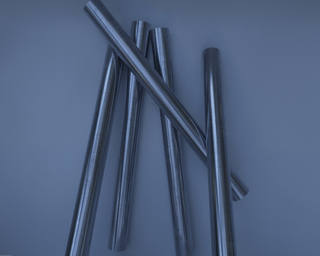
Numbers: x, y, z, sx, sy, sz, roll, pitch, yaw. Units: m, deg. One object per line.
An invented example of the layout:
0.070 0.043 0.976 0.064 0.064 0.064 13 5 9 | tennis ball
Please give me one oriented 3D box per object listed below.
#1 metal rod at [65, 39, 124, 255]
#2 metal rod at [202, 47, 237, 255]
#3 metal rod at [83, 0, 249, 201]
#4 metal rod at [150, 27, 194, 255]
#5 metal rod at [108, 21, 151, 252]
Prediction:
-0.075 0.028 0.368 0.025 0.025 0.299 8 73 0 | metal rod
0.067 0.038 0.355 0.025 0.025 0.299 1 67 0 | metal rod
0.008 -0.034 0.385 0.025 0.025 0.300 -38 90 0 | metal rod
0.016 0.019 0.411 0.025 0.025 0.298 -6 90 0 | metal rod
-0.041 0.010 0.410 0.025 0.025 0.298 6 90 0 | metal rod
